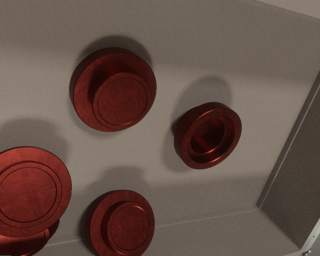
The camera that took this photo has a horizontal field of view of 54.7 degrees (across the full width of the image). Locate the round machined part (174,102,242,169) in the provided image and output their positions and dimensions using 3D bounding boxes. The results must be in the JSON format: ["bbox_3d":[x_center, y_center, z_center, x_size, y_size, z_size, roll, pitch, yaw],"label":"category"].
[{"bbox_3d":[0.063,0.007,0.438,0.099,0.042,0.097,-14,125,-21],"label":"round machined part"}]

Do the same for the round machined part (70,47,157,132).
[{"bbox_3d":[-0.048,-0.037,0.350,0.099,0.042,0.097,-14,125,-21],"label":"round machined part"}]

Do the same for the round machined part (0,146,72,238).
[{"bbox_3d":[-0.145,0.069,0.334,0.099,0.042,0.097,1,87,-29],"label":"round machined part"}]

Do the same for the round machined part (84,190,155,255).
[{"bbox_3d":[-0.049,0.134,0.423,0.099,0.042,0.098,7,76,-31],"label":"round machined part"}]

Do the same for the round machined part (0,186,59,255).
[{"bbox_3d":[-0.174,0.122,0.379,0.099,0.042,0.097,-14,124,-21],"label":"round machined part"}]
